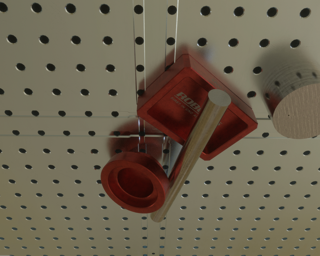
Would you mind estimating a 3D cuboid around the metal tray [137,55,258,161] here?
[{"bbox_3d":[0.047,-0.019,0.392,0.130,0.030,0.090,34,122,-26],"label":"metal tray"}]

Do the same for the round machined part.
[{"bbox_3d":[-0.032,0.073,0.449,0.098,0.042,0.097,11,125,16],"label":"round machined part"}]

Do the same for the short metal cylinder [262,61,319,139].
[{"bbox_3d":[0.169,-0.033,0.370,0.081,0.050,0.079,0,130,0],"label":"short metal cylinder"}]

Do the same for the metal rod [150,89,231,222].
[{"bbox_3d":[0.028,0.061,0.432,0.025,0.025,0.298,10,139,-9],"label":"metal rod"}]
